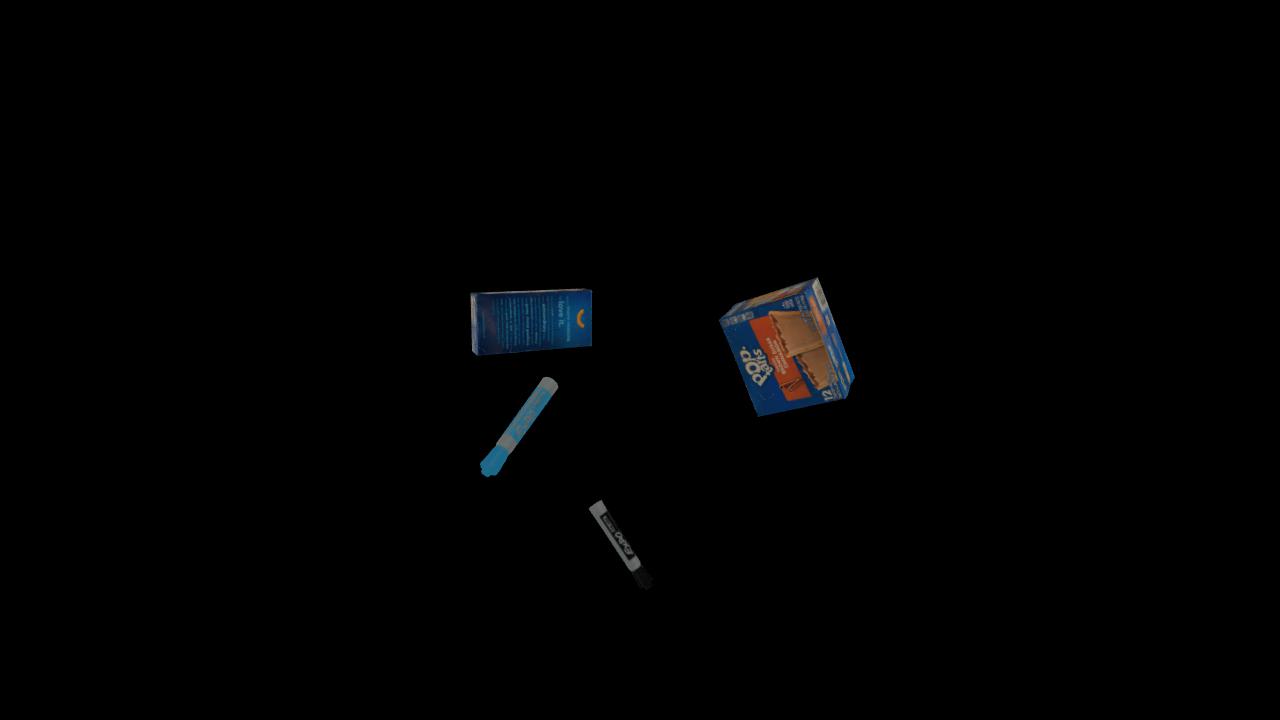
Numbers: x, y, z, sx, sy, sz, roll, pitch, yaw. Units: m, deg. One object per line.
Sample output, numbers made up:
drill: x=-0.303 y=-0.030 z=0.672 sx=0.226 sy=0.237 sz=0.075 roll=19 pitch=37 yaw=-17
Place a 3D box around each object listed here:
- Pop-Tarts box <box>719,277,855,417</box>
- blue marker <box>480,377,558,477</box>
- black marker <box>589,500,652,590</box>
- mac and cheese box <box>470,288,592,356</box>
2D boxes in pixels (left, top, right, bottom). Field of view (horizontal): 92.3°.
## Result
Pop-Tarts box: x=0.221 y=-0.017 z=0.923 sx=0.141 sy=0.167 sz=0.083 roll=-16 pitch=12 yaw=35
blue marker: x=-0.117 y=0.064 z=0.601 sx=0.020 sy=0.020 sz=0.121 roll=0 pitch=42 yaw=33
black marker: x=-0.023 y=0.228 z=0.756 sx=0.020 sy=0.121 sz=0.020 roll=-33 pitch=-5 yaw=-3
mac and cheese box: x=-0.165 y=-0.061 z=0.949 sx=0.184 sy=0.093 sz=0.041 roll=-5 pitch=13 yaw=-28
